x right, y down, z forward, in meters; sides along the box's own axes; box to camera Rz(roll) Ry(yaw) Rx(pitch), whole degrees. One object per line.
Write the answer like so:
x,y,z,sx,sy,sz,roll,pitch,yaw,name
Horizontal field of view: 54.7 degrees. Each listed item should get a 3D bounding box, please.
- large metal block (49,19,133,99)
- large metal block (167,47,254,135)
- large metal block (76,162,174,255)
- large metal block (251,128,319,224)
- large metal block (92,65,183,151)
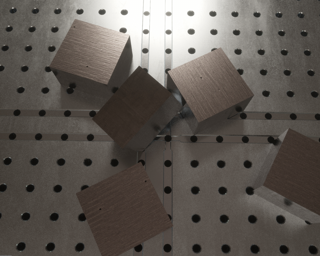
-0.092,-0.094,0.432,0.080,0.050,0.080,18,71,6,large metal block
0.064,-0.049,0.417,0.080,0.050,0.080,-26,72,-10,large metal block
-0.040,0.098,0.362,0.080,0.050,0.080,-26,72,-9,large metal block
0.171,0.059,0.379,0.080,0.050,0.080,28,72,9,large metal block
-0.023,-0.019,0.378,0.050,0.080,0.080,43,94,13,large metal block
